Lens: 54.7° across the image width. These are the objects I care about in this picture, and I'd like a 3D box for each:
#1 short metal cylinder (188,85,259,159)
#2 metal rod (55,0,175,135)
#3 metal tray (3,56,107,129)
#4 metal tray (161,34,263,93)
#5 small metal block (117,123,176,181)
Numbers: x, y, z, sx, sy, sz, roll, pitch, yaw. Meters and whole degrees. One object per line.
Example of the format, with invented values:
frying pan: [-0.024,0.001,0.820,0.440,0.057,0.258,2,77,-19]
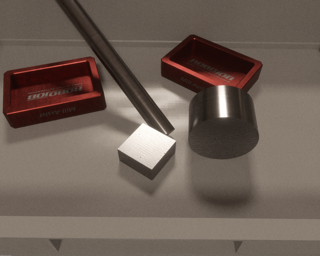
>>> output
short metal cylinder: [0.075,-0.005,0.375,0.080,0.080,0.050,3,50,2]
metal rod: [-0.080,-0.110,0.419,0.025,0.025,0.299,-34,82,-25]
metal tray: [-0.151,-0.054,0.445,0.131,0.030,0.090,-13,51,-11]
metal tray: [0.078,-0.091,0.479,0.130,0.030,0.090,30,56,22]
small metal block: [-0.015,0.028,0.381,0.050,0.025,0.050,28,55,21]
